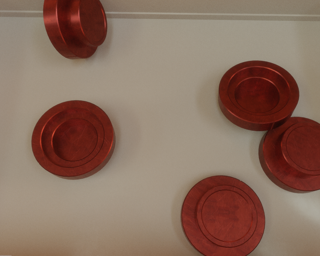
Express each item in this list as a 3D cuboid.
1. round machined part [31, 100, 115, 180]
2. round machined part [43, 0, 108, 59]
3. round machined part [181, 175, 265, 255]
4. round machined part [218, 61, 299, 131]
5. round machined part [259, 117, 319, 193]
[{"bbox_3d":[-0.106,0.018,0.393,0.099,0.042,0.098,0,70,0],"label":"round machined part"},{"bbox_3d":[-0.107,-0.144,0.418,0.042,0.098,0.098,1,69,21],"label":"round machined part"},{"bbox_3d":[0.075,0.104,0.363,0.099,0.042,0.098,0,70,0],"label":"round machined part"},{"bbox_3d":[0.127,-0.038,0.409,0.099,0.042,0.098,-3,61,5],"label":"round machined part"},{"bbox_3d":[0.180,0.030,0.391,0.099,0.042,0.098,0,70,0],"label":"round machined part"}]
